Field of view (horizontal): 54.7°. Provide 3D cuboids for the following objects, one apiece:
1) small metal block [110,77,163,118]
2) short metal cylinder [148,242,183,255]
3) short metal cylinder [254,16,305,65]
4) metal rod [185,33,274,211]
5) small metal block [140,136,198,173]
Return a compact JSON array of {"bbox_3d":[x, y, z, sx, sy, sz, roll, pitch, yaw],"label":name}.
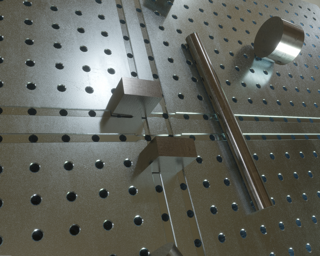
[{"bbox_3d":[-0.032,-0.038,0.398,0.050,0.050,0.025,3,61,-27],"label":"small metal block"},{"bbox_3d":[-0.004,0.150,0.279,0.081,0.080,0.050,-31,79,-38],"label":"short metal cylinder"},{"bbox_3d":[0.227,-0.167,0.597,0.050,0.080,0.080,13,57,-21],"label":"short metal cylinder"},{"bbox_3d":[0.099,-0.023,0.474,0.025,0.025,0.299,-4,64,-30],"label":"metal rod"},{"bbox_3d":[0.009,0.033,0.377,0.050,0.050,0.025,5,60,-26],"label":"small metal block"}]
